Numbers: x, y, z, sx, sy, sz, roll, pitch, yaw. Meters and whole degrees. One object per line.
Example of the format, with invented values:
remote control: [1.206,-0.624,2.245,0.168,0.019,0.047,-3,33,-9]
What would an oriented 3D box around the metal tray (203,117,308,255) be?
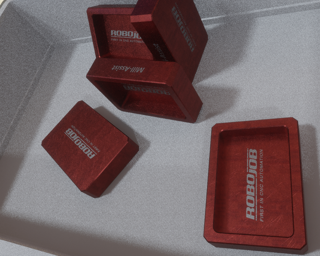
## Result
metal tray: [0.097,0.055,0.317,0.090,0.030,0.130,-5,59,25]

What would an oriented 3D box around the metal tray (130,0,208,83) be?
metal tray: [0.019,-0.129,0.406,0.030,0.130,0.090,8,66,31]

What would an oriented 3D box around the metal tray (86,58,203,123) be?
metal tray: [-0.020,-0.049,0.403,0.130,0.090,0.030,11,68,32]

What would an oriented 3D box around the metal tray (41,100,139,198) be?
metal tray: [-0.102,0.025,0.439,0.130,0.030,0.090,35,81,38]

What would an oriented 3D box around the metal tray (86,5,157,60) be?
metal tray: [-0.049,-0.139,0.472,0.130,0.089,0.030,15,35,33]
